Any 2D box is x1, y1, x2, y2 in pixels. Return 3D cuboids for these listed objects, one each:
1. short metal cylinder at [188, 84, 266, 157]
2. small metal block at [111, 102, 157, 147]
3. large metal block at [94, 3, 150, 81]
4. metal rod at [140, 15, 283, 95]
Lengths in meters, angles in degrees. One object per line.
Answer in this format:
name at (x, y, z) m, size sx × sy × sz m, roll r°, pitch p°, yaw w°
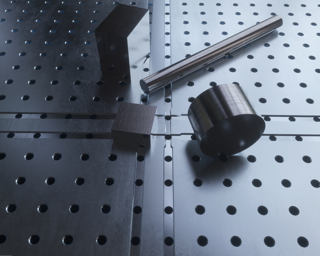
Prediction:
short metal cylinder at (0.080, -0.008, 0.380) m, size 0.081 × 0.080 × 0.050 m, roll -10°, pitch 51°, yaw -9°
small metal block at (-0.033, -0.006, 0.412) m, size 0.050 × 0.025 × 0.050 m, roll 7°, pitch 50°, yaw 6°
large metal block at (-0.055, -0.134, 0.483) m, size 0.050 × 0.080 × 0.080 m, roll 16°, pitch 52°, yaw 13°
metal rod at (0.098, -0.129, 0.517) m, size 0.302 × 0.025 × 0.025 m, roll -30°, pitch 56°, yaw -23°
